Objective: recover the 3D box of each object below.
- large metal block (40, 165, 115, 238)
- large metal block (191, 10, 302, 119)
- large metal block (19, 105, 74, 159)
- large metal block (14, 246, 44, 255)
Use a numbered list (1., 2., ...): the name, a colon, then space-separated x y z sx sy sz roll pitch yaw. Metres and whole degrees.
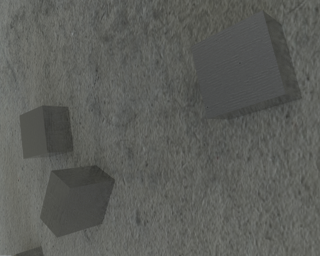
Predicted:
1. large metal block: -0.124 0.107 0.469 0.050 0.081 0.079 29 108 36
2. large metal block: 0.086 -0.058 0.316 0.080 0.050 0.080 -18 78 38
3. large metal block: -0.204 0.009 0.553 0.080 0.050 0.080 -14 81 39
4. large metal block: -0.262 0.287 0.601 0.080 0.050 0.080 -36 68 34
